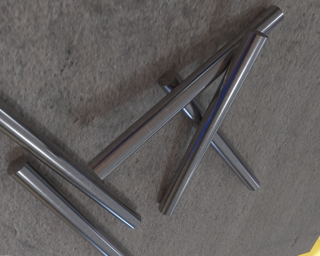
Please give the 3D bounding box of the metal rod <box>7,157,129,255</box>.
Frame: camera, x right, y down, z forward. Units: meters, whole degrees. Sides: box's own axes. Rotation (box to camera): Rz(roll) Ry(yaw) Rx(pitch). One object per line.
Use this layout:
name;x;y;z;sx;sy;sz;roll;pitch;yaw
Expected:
metal rod;-0.104;0.143;0.440;0.025;0.025;0.299;-34;129;-6

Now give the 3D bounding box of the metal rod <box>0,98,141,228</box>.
metal rod;-0.110;0.051;0.378;0.025;0.025;0.300;-39;130;-2

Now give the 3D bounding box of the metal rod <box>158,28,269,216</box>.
metal rod;0.058;0.013;0.417;0.025;0.025;0.298;2;127;-30

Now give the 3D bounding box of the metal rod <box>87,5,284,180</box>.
metal rod;0.039;-0.050;0.368;0.301;0.025;0.025;-42;130;-12

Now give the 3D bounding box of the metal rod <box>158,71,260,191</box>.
metal rod;0.090;0.022;0.471;0.025;0.025;0.300;-44;130;2
